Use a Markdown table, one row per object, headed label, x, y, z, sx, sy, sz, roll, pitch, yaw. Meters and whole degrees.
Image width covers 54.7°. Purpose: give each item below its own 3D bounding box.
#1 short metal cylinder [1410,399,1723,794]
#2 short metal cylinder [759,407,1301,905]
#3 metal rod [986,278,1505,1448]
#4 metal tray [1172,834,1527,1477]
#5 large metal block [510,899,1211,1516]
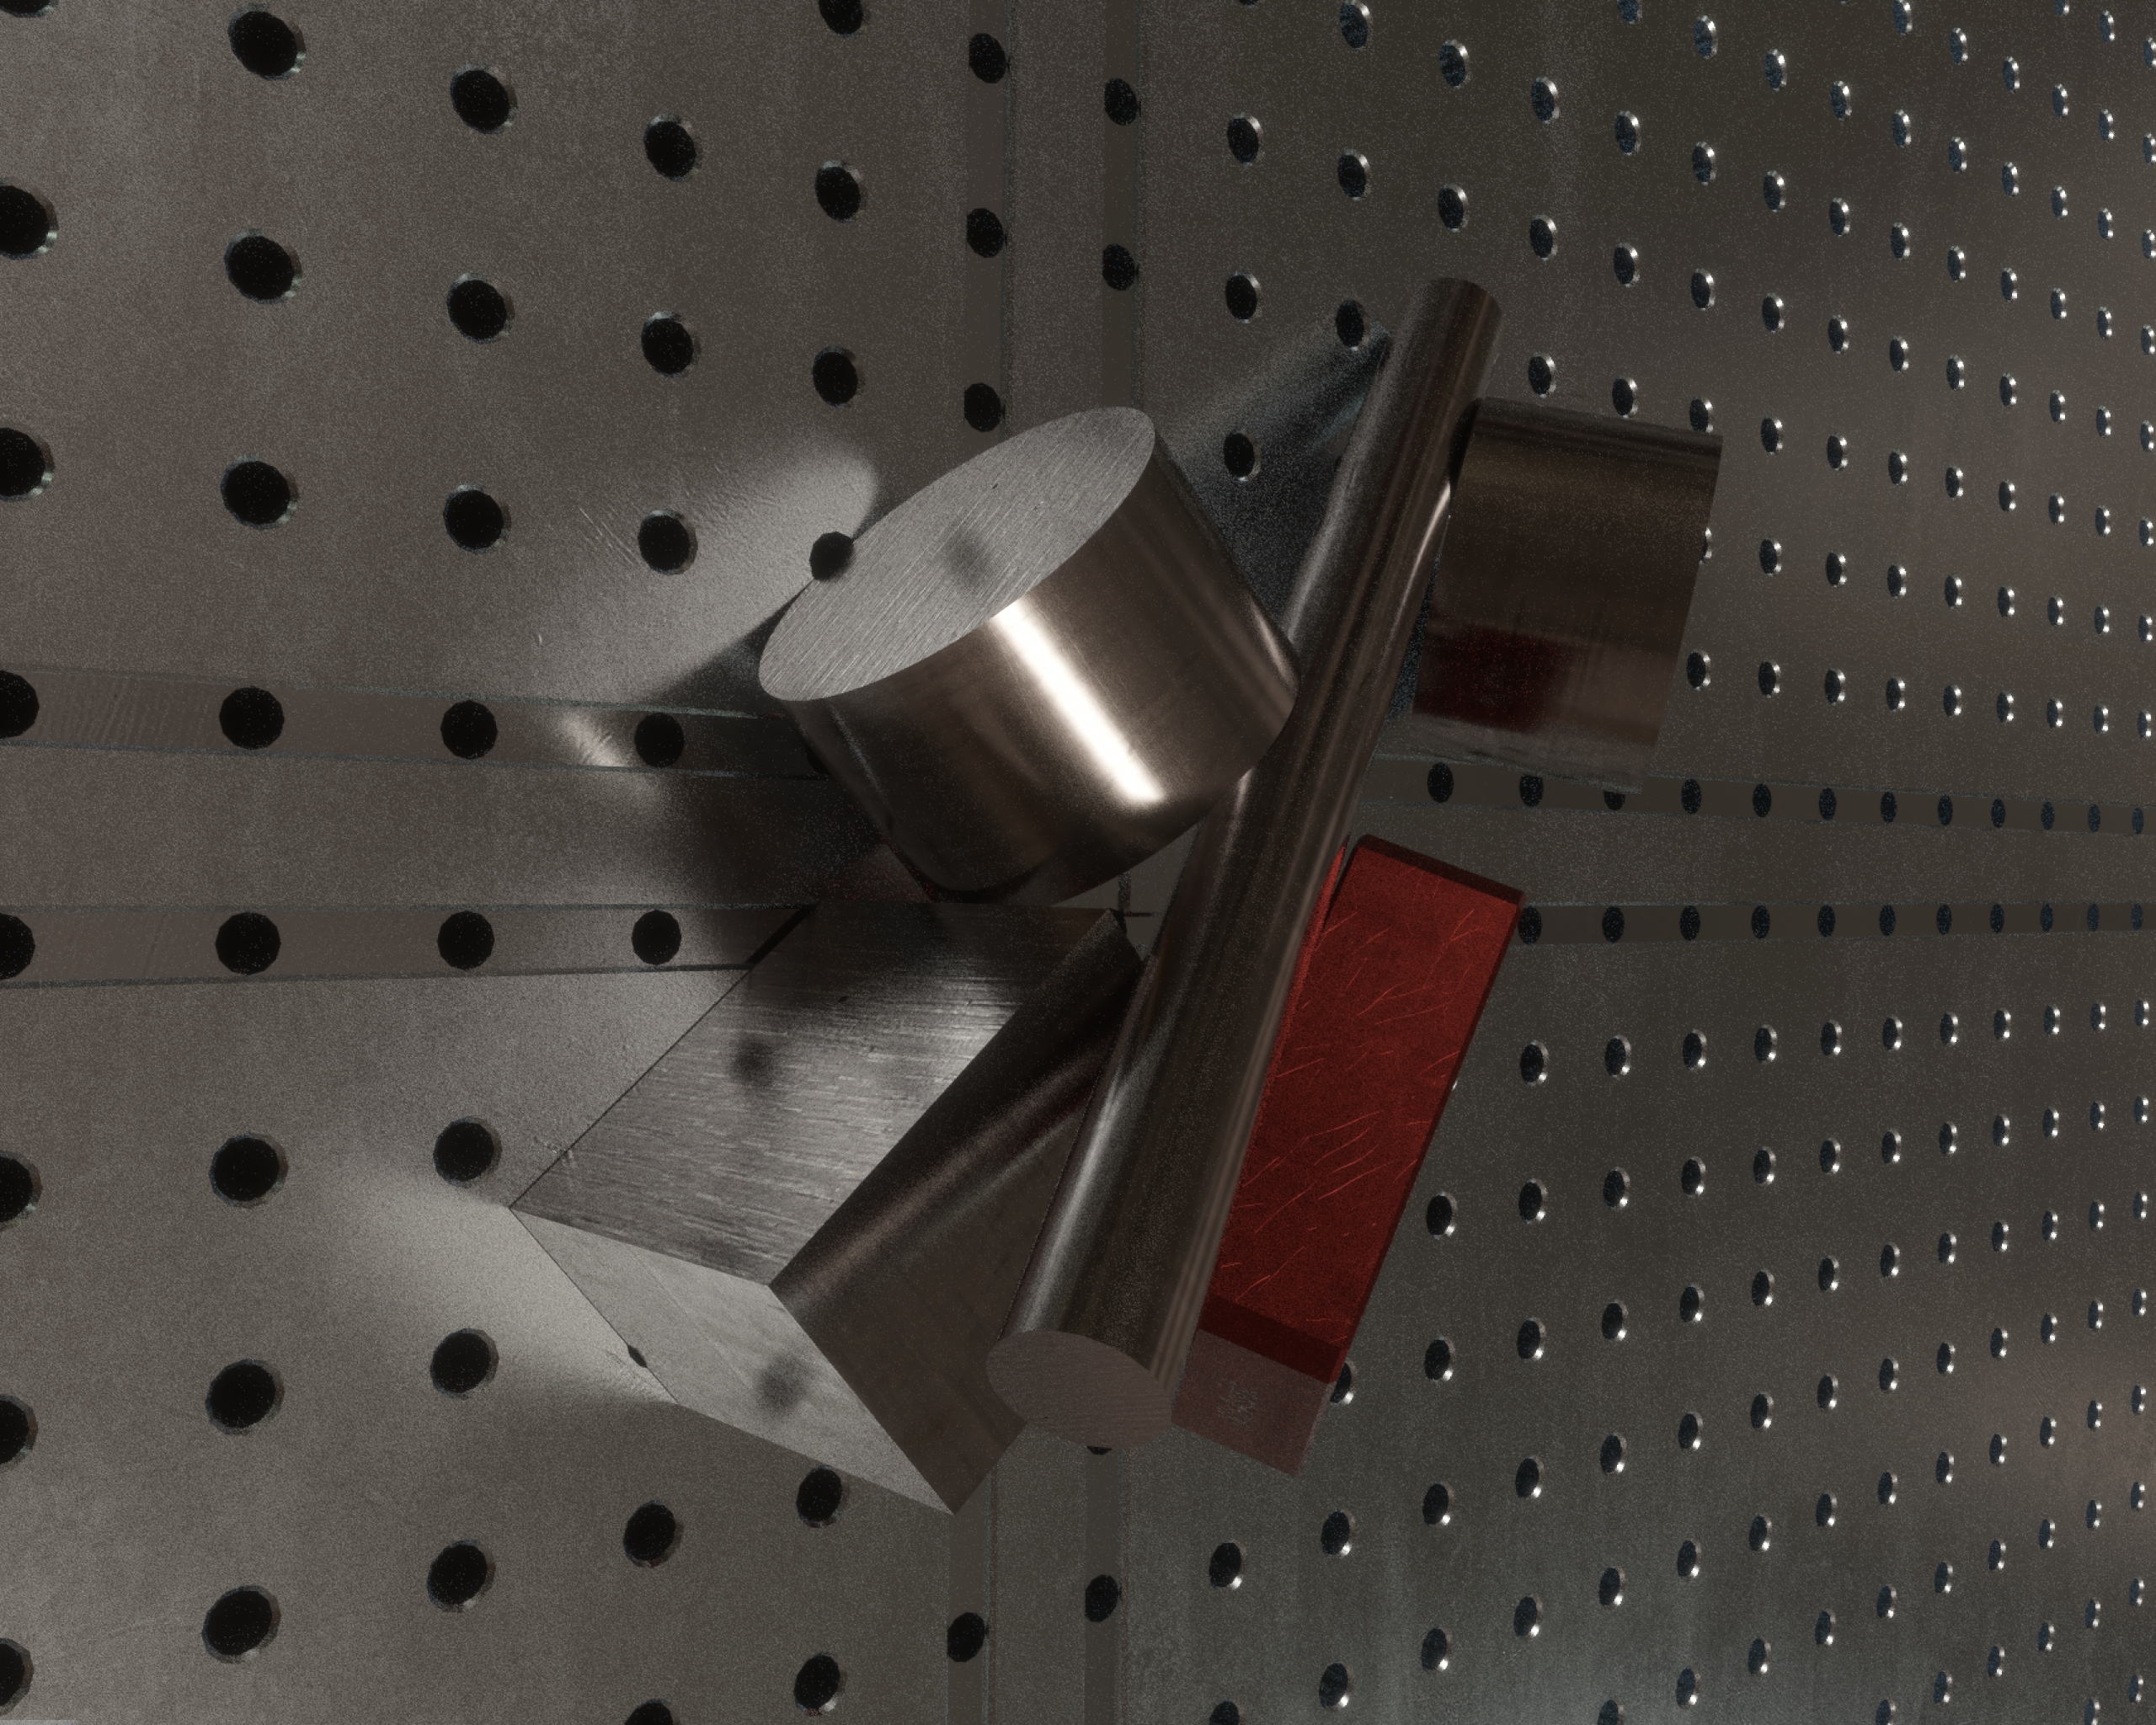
| label | x | y | z | sx | sy | sz | roll | pitch | yaw |
| --- | --- | --- | --- | --- | --- | --- | --- | --- | --- |
| short metal cylinder | 0.107 | -0.058 | 0.459 | 0.080 | 0.050 | 0.080 | 12 | 91 | -78 |
| short metal cylinder | -0.008 | -0.036 | 0.368 | 0.080 | 0.080 | 0.050 | -51 | 121 | -28 |
| metal rod | 0.043 | -0.028 | 0.378 | 0.025 | 0.025 | 0.301 | 54 | 37 | -26 |
| metal tray | 0.047 | 0.061 | 0.396 | 0.130 | 0.030 | 0.090 | 83 | 31 | -67 |
| large metal block | -0.033 | 0.052 | 0.347 | 0.080 | 0.080 | 0.050 | -47 | 119 | -30 |
